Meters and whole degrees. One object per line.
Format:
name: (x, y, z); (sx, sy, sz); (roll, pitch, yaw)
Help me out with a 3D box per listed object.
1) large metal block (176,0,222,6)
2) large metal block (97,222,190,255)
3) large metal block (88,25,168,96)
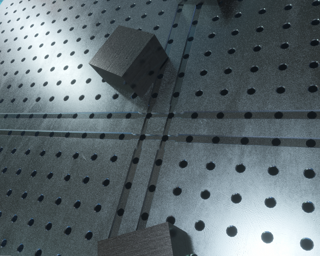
large metal block: (0.071, -0.251, 0.508); (0.080, 0.050, 0.080); (18, 71, 34)
large metal block: (-0.013, 0.148, 0.307); (0.080, 0.050, 0.080); (-21, 54, 15)
large metal block: (-0.049, -0.106, 0.481); (0.080, 0.050, 0.080); (27, 76, 36)
